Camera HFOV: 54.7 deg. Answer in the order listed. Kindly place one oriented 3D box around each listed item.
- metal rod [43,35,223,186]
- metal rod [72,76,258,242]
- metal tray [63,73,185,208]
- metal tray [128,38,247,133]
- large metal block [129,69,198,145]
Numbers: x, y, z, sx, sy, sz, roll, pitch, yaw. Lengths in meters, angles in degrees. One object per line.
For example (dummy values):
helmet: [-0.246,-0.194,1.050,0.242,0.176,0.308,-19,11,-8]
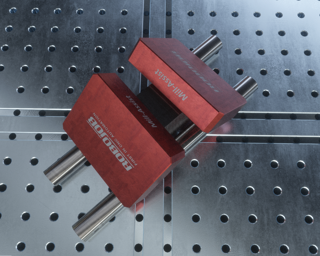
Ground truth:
metal rod: [-0.027,-0.032,0.423,0.301,0.025,0.025,-41,75,-14]
metal rod: [0.016,0.031,0.401,0.301,0.025,0.025,-40,75,-14]
metal tray: [-0.045,0.012,0.349,0.130,0.030,0.090,48,120,15]
metal tray: [0.035,-0.057,0.375,0.130,0.030,0.091,45,32,14]
large metal block: [0.001,-0.016,0.388,0.080,0.080,0.050,-40,75,-13]
